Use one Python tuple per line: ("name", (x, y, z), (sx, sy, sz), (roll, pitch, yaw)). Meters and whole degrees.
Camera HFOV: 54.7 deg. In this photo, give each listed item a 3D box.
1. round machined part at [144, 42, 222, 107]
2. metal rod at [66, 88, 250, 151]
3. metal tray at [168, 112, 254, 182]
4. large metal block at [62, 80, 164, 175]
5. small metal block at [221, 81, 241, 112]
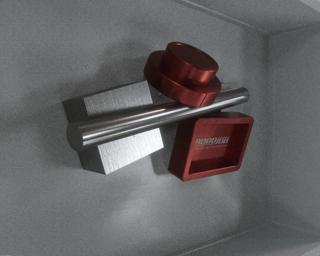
("round machined part", (0.033, -0.072, 0.384), (0.099, 0.098, 0.042), (-6, 135, -40))
("metal rod", (0.028, -0.022, 0.372), (0.302, 0.025, 0.025), (-16, 101, -46))
("metal tray", (0.077, 0.023, 0.450), (0.131, 0.030, 0.089), (-2, 111, -41))
("large metal block", (-0.051, -0.003, 0.346), (0.081, 0.050, 0.079), (-23, 105, -38))
("small metal block", (0.101, -0.046, 0.491), (0.050, 0.025, 0.050), (-15, 100, -39))
